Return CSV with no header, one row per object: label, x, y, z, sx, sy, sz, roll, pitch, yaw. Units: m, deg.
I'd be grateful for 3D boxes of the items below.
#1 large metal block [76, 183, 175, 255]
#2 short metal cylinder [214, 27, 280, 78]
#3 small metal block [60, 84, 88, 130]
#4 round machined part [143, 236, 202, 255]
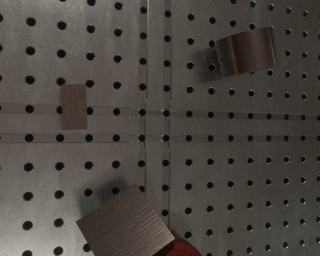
large metal block,-0.039,0.127,0.365,0.080,0.050,0.080,-31,61,-18
short metal cylinder,0.120,-0.102,0.429,0.081,0.080,0.050,-14,95,-20
small metal block,-0.102,-0.023,0.362,0.025,0.050,0.050,-3,91,-20
round machined part,0.007,0.191,0.408,0.099,0.042,0.097,0,90,-21
